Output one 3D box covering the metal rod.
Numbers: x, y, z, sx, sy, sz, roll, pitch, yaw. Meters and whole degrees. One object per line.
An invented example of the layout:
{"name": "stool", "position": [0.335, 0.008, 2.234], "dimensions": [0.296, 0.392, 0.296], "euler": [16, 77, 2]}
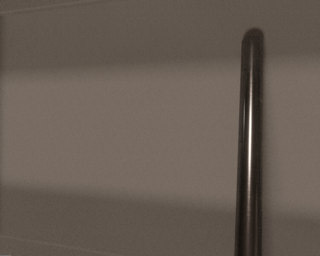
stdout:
{"name": "metal rod", "position": [0.093, 0.035, 0.320], "dimensions": [0.025, 0.025, 0.299], "euler": [0, 68, 19]}
